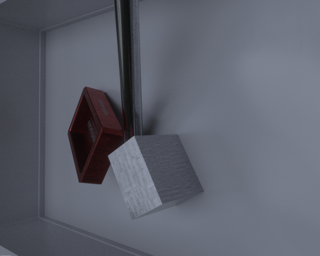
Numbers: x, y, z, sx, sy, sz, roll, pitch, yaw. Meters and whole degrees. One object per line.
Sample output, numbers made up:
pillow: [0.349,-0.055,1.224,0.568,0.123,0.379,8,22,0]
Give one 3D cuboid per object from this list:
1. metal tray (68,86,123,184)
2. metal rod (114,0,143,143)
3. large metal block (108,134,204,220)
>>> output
metal tray: [-0.099,0.007,0.450,0.089,0.030,0.130,-64,33,22]
metal rod: [-0.034,-0.075,0.351,0.025,0.025,0.298,30,135,35]
large metal block: [-0.004,0.055,0.373,0.050,0.081,0.080,-37,68,34]
